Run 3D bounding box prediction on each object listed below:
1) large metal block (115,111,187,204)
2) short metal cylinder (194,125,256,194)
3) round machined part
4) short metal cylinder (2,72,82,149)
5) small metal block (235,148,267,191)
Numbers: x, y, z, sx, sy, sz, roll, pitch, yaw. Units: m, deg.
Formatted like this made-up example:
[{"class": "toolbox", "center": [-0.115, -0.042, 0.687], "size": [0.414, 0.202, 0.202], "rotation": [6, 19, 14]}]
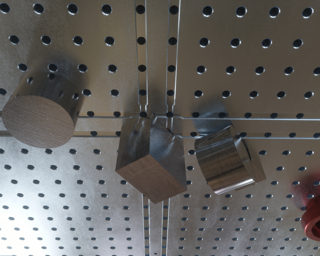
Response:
[{"class": "large metal block", "center": [-0.009, 0.039, 0.409], "size": [0.050, 0.080, 0.080], "rotation": [-28, 125, 22]}, {"class": "short metal cylinder", "center": [0.087, 0.042, 0.412], "size": [0.050, 0.080, 0.080], "rotation": [-25, 126, 20]}, {"class": "round machined part", "center": [0.293, 0.151, 0.532], "size": [0.099, 0.042, 0.097], "rotation": [0, 130, 0]}, {"class": "short metal cylinder", "center": [-0.140, -0.021, 0.376], "size": [0.081, 0.050, 0.079], "rotation": [0, 130, 0]}, {"class": "small metal block", "center": [0.124, 0.064, 0.467], "size": [0.050, 0.025, 0.050], "rotation": [-29, 125, 22]}]
